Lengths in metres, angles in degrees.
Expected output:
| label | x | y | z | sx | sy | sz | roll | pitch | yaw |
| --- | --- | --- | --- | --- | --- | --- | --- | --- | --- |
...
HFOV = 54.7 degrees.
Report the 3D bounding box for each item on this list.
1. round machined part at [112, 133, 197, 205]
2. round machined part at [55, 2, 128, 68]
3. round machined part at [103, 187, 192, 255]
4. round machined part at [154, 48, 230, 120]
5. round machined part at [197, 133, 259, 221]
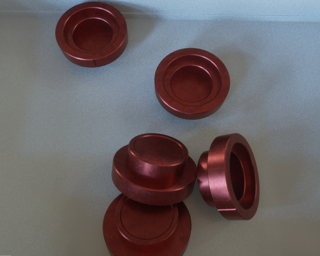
| label | x | y | z | sx | sy | sz | roll | pitch | yaw |
| --- | --- | --- | --- | --- | --- | --- | --- | --- | --- |
| round machined part | -0.004 | 0.040 | 0.357 | 0.099 | 0.042 | 0.098 | 8 | 28 | -4 |
| round machined part | -0.095 | -0.129 | 0.447 | 0.099 | 0.042 | 0.098 | 0 | 70 | -1 |
| round machined part | -0.014 | 0.105 | 0.344 | 0.099 | 0.042 | 0.098 | 1 | 47 | -1 |
| round machined part | 0.042 | -0.056 | 0.422 | 0.099 | 0.042 | 0.098 | 0 | 70 | -1 |
| round machined part | 0.078 | 0.057 | 0.361 | 0.042 | 0.098 | 0.098 | -13 | 66 | 34 |
